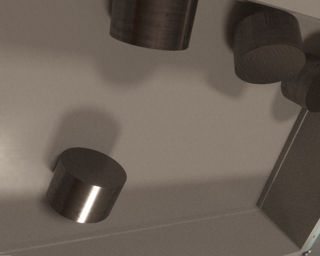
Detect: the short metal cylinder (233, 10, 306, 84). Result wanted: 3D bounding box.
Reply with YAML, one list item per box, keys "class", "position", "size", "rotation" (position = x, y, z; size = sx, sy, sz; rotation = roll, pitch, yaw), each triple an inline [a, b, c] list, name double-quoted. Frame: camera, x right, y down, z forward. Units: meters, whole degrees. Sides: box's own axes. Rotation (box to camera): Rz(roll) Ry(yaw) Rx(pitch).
- class: "short metal cylinder"
  position: [0.131, -0.096, 0.380]
  size: [0.081, 0.050, 0.080]
  rotation: [2, 156, 1]

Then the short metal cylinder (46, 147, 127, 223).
- class: "short metal cylinder"
  position: [-0.087, 0.066, 0.368]
  size: [0.081, 0.080, 0.050]
  rotation: [14, 111, -35]

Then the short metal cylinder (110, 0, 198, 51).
- class: "short metal cylinder"
  position: [-0.006, -0.111, 0.302]
  size: [0.081, 0.080, 0.050]
  rotation: [-4, 120, -27]

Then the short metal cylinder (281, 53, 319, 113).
- class: "short metal cylinder"
  position: [0.238, -0.071, 0.482]
  size: [0.081, 0.050, 0.079]
  rotation: [-14, 125, -21]
